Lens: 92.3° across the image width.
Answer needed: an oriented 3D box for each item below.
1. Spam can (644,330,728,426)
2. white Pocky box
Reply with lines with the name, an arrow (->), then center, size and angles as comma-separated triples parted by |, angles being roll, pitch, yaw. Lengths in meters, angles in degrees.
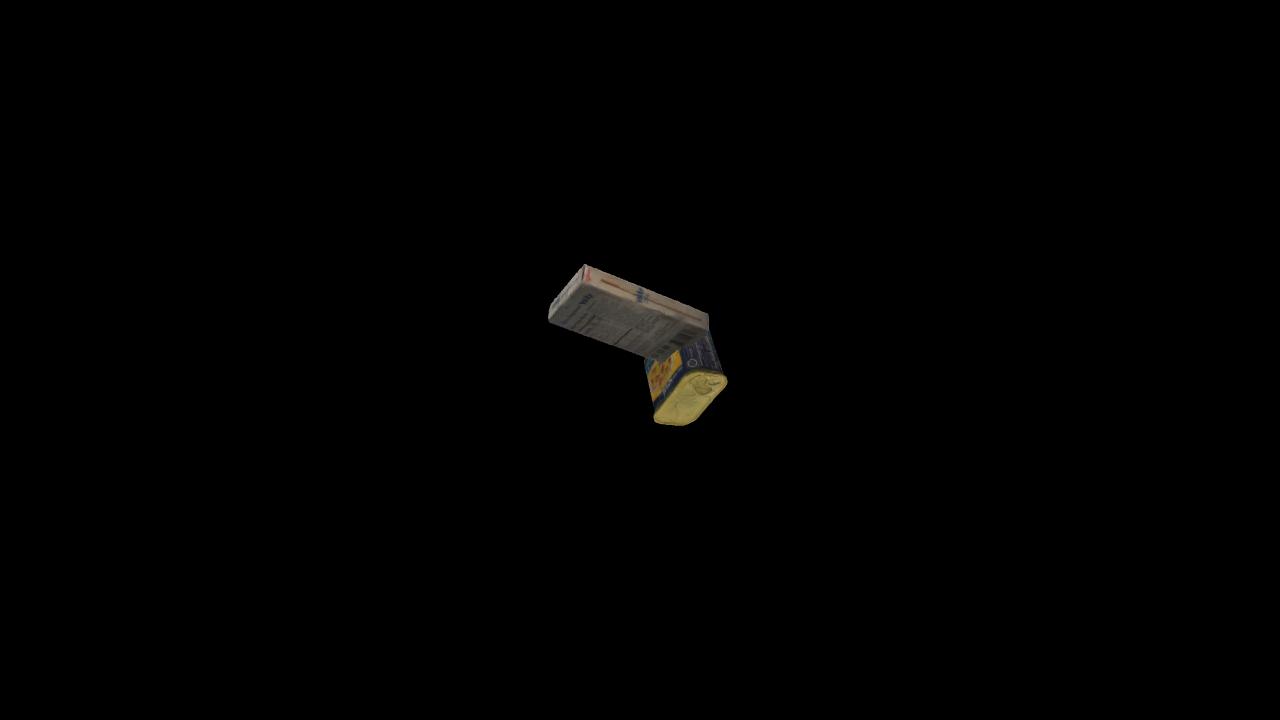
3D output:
Spam can -> 0.049, 0.013, 0.716 | 0.058, 0.085, 0.101 | 9, -43, -26
white Pocky box -> -0.011, -0.044, 0.656 | 0.154, 0.028, 0.084 | 19, -35, -25
